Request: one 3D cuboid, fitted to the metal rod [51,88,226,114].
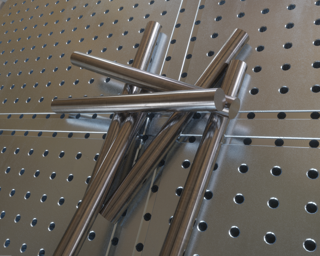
[{"bbox_3d":[-0.053,-0.033,0.420,0.300,0.025,0.025,2,62,39],"label":"metal rod"}]

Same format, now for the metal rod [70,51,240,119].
[{"bbox_3d":[-0.029,-0.069,0.433,0.300,0.025,0.025,23,74,36],"label":"metal rod"}]

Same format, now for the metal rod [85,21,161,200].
[{"bbox_3d":[-0.048,-0.038,0.458,0.025,0.025,0.300,2,62,29],"label":"metal rod"}]

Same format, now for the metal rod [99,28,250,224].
[{"bbox_3d":[0.024,-0.010,0.402,0.025,0.025,0.300,29,77,37],"label":"metal rod"}]

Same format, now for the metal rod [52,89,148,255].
[{"bbox_3d":[-0.071,0.067,0.383,0.025,0.025,0.300,7,58,31],"label":"metal rod"}]

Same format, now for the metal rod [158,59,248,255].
[{"bbox_3d":[0.047,0.048,0.354,0.025,0.025,0.300,10,66,32],"label":"metal rod"}]
